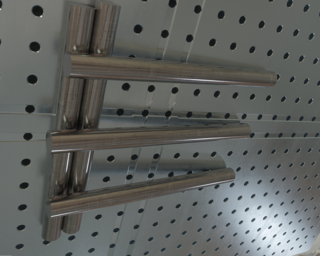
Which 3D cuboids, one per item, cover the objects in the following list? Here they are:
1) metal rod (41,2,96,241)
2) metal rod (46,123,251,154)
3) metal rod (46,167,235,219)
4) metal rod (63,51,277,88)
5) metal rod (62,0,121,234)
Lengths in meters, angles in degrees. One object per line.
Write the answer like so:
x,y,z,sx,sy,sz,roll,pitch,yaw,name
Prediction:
-0.111,0.013,0.359,0.025,0.025,0.298,1,118,-29,metal rod
0.010,0.009,0.404,0.303,0.025,0.025,-2,120,-35,metal rod
-0.005,0.086,0.445,0.303,0.025,0.025,-3,120,-34,metal rod
0.038,-0.066,0.374,0.303,0.025,0.025,-3,120,-34,metal rod
-0.087,0.007,0.368,0.025,0.025,0.298,1,118,-29,metal rod
